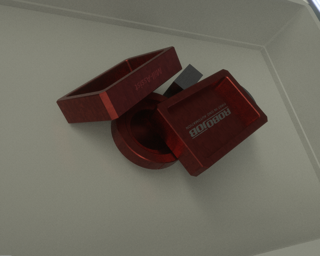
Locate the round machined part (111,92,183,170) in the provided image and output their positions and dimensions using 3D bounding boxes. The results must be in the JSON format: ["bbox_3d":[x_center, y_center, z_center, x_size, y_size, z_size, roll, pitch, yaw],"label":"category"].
[{"bbox_3d":[-0.014,0.006,0.384,0.099,0.042,0.098,14,56,-21],"label":"round machined part"}]

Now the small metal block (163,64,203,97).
[{"bbox_3d":[0.029,-0.056,0.438,0.025,0.050,0.050,40,49,-2],"label":"small metal block"}]

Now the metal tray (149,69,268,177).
[{"bbox_3d":[0.063,-0.011,0.382,0.131,0.030,0.090,-31,78,-34],"label":"metal tray"}]

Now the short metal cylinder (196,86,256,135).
[{"bbox_3d":[0.096,-0.023,0.455,0.081,0.050,0.080,14,56,-21],"label":"short metal cylinder"}]

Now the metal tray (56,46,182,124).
[{"bbox_3d":[-0.045,-0.052,0.369,0.131,0.090,0.030,-43,119,-40],"label":"metal tray"}]
